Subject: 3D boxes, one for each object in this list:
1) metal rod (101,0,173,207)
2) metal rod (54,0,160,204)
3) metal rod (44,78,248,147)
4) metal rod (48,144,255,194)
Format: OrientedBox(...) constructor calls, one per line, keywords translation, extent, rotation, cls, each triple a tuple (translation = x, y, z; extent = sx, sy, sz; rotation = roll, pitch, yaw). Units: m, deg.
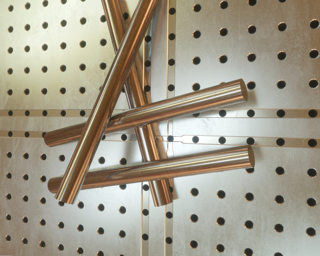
OrientedBox(translation=(-0.034, -0.043, 0.424), extent=(0.025, 0.025, 0.299), rotation=(-17, 84, 19), cls="metal rod")
OrientedBox(translation=(-0.062, -0.050, 0.397), extent=(0.025, 0.025, 0.299), rotation=(19, 82, 19), cls="metal rod")
OrientedBox(translation=(-0.039, -0.012, 0.399), extent=(0.300, 0.025, 0.025), rotation=(-13, 86, 29), cls="metal rod")
OrientedBox(translation=(-0.032, 0.058, 0.399), extent=(0.300, 0.025, 0.025), rotation=(-13, 86, 29), cls="metal rod")
